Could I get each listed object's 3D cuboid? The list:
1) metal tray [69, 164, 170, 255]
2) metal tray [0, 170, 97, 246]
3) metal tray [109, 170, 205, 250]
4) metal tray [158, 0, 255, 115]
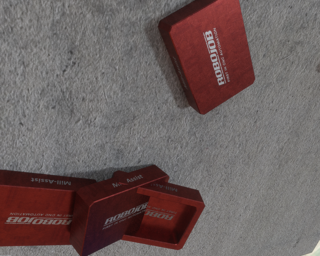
[{"bbox_3d":[-0.052,0.107,0.417,0.131,0.030,0.089,-12,125,-44],"label":"metal tray"},{"bbox_3d":[-0.149,0.103,0.386,0.131,0.030,0.089,13,112,-34],"label":"metal tray"},{"bbox_3d":[-0.015,0.117,0.433,0.131,0.030,0.089,17,111,-16],"label":"metal tray"},{"bbox_3d":[0.063,-0.090,0.382,0.090,0.030,0.130,-33,129,-7],"label":"metal tray"}]
